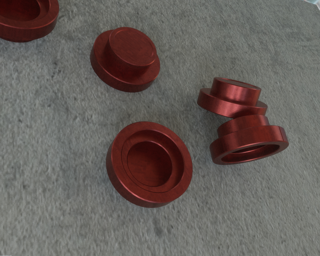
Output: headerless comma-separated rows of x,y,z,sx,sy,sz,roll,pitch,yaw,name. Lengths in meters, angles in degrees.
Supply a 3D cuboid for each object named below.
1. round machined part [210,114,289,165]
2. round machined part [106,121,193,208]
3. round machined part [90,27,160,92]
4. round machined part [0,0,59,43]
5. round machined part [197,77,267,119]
0.114,0.015,0.409,0.099,0.098,0.042,1,67,-28,round machined part
-0.015,0.044,0.359,0.099,0.042,0.098,14,56,-21,round machined part
-0.044,-0.102,0.433,0.099,0.042,0.098,14,56,-21,round machined part
-0.180,-0.146,0.386,0.099,0.042,0.098,14,56,-21,round machined part
0.106,-0.045,0.446,0.099,0.042,0.098,12,17,-3,round machined part
